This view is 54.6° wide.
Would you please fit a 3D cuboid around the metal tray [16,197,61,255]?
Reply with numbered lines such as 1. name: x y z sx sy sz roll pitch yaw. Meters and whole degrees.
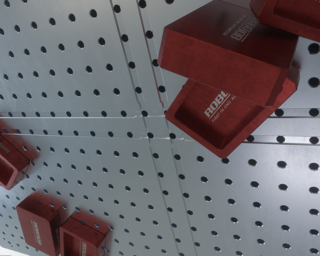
1. metal tray: -0.262 0.221 0.684 0.090 0.030 0.129 17 125 18

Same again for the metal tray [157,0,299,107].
1. metal tray: 0.066 -0.072 0.264 0.090 0.131 0.030 24 127 14

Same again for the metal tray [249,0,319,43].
1. metal tray: 0.138 -0.132 0.229 0.091 0.030 0.129 13 129 -12

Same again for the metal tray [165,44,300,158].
1. metal tray: 0.073 -0.034 0.341 0.090 0.030 0.129 36 133 2

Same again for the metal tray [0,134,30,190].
1. metal tray: -0.328 0.054 0.615 0.130 0.030 0.090 42 129 -1

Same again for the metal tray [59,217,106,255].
1. metal tray: -0.164 0.256 0.653 0.090 0.030 0.129 22 127 15
